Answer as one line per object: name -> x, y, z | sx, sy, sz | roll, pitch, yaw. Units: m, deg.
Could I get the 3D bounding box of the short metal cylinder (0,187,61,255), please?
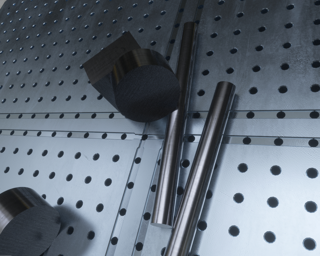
short metal cylinder -> -0.175, 0.122, 0.390 | 0.050, 0.080, 0.080 | 24, 75, 36

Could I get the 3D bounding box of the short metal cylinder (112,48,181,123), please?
short metal cylinder -> -0.019, -0.054, 0.394 | 0.080, 0.080, 0.050 | -31, 37, 8

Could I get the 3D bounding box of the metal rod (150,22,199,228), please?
metal rod -> 0.024, -0.024, 0.409 | 0.025, 0.025, 0.300 | -4, 59, 26

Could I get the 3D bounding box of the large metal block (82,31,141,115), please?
large metal block -> -0.049, -0.076, 0.445 | 0.080, 0.080, 0.050 | -35, 51, 5

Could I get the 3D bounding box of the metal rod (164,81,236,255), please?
metal rod -> 0.037, 0.078, 0.340 | 0.025, 0.025, 0.300 | 7, 65, 31
